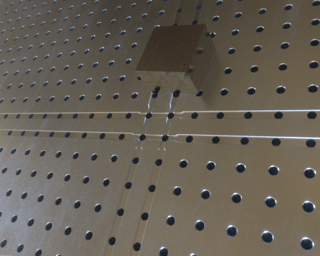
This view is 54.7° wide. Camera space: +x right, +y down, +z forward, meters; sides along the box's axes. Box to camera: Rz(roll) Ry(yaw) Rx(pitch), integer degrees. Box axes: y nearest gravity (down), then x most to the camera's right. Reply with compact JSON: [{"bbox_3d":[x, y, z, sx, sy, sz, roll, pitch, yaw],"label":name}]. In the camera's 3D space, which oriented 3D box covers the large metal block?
[{"bbox_3d":[0.023,-0.097,0.438,0.080,0.050,0.080,8,66,31],"label":"large metal block"}]
